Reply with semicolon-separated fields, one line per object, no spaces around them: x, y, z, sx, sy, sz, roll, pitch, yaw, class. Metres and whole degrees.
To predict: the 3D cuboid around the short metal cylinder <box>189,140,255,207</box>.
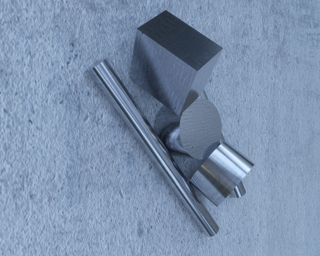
0.087;0.064;0.435;0.050;0.080;0.080;41;55;15;short metal cylinder

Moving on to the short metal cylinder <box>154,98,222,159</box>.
0.039;0.001;0.422;0.081;0.050;0.080;0;90;-40;short metal cylinder

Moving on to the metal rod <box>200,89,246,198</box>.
0.069;-0.018;0.463;0.025;0.025;0.299;-40;114;-33;metal rod

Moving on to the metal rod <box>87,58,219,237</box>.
0.004;0.042;0.408;0.025;0.025;0.299;-48;119;-29;metal rod

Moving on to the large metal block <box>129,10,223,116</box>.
0.015;-0.074;0.362;0.080;0.080;0.050;38;58;13;large metal block
